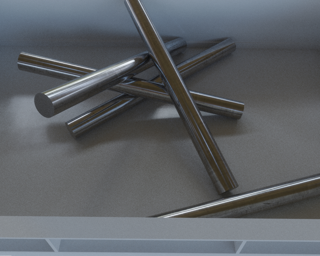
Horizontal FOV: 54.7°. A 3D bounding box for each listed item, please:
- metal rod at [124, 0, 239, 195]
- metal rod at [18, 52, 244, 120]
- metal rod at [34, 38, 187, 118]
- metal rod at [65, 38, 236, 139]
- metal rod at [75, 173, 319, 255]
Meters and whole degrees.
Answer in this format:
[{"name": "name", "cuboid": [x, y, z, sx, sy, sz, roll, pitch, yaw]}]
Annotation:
[{"name": "metal rod", "cuboid": [0.019, -0.057, 0.399, 0.025, 0.025, 0.299, -19, 69, -16]}, {"name": "metal rod", "cuboid": [-0.036, -0.056, 0.418, 0.302, 0.025, 0.025, 12, 50, -3]}, {"name": "metal rod", "cuboid": [-0.037, -0.081, 0.407, 0.025, 0.025, 0.302, 24, 34, 19]}, {"name": "metal rod", "cuboid": [0.002, -0.068, 0.462, 0.302, 0.025, 0.025, -31, 57, -24]}, {"name": "metal rod", "cuboid": [0.065, 0.088, 0.331, 0.302, 0.025, 0.025, -11, 51, -10]}]
